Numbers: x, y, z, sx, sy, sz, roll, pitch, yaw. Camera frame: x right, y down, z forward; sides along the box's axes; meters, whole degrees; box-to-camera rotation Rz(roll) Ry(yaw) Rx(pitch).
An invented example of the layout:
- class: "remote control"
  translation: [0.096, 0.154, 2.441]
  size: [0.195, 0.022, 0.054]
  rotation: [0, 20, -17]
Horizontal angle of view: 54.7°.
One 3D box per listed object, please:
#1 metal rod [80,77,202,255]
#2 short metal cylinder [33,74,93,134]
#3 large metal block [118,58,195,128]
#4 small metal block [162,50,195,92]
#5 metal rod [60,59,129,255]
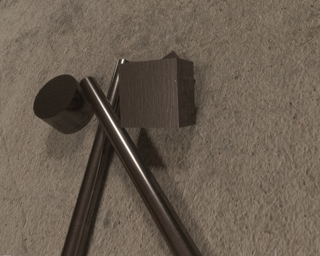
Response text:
- class: "metal rod"
  translation: [-0.034, 0.038, 0.377]
  size: [0.025, 0.025, 0.300]
  rotation: [-37, 58, 3]
- class: "short metal cylinder"
  translation: [-0.149, -0.037, 0.486]
  size: [0.080, 0.050, 0.080]
  rotation: [-13, 56, 20]
- class: "large metal block"
  translation: [-0.003, -0.042, 0.391]
  size: [0.080, 0.050, 0.079]
  rotation: [0, 95, 28]
- class: "small metal block"
  translation: [0.014, -0.075, 0.441]
  size: [0.050, 0.025, 0.050]
  rotation: [-34, 51, 5]
- class: "metal rod"
  translation: [-0.081, 0.030, 0.426]
  size: [0.025, 0.025, 0.299]
  rotation: [-4, 60, 26]
